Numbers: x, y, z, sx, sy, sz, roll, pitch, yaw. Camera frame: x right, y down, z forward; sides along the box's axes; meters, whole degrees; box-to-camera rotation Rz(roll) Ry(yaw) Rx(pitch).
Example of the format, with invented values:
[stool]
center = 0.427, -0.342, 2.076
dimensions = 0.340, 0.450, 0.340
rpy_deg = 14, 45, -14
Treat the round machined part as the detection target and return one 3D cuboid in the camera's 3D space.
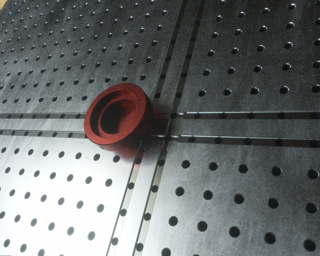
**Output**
[round machined part]
center = -0.053, -0.011, 0.433
dimensions = 0.098, 0.042, 0.098
rpy_deg = -13, 56, 21
